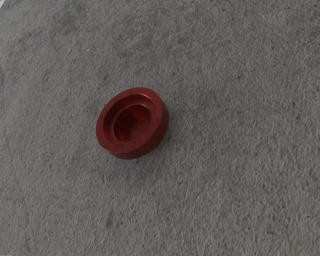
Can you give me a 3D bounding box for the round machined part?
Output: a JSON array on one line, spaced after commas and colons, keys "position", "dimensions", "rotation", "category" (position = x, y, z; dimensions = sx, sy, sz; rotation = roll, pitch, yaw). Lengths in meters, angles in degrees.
[{"position": [-0.032, -0.002, 0.412], "dimensions": [0.098, 0.042, 0.098], "rotation": [-13, 56, 21], "category": "round machined part"}]
